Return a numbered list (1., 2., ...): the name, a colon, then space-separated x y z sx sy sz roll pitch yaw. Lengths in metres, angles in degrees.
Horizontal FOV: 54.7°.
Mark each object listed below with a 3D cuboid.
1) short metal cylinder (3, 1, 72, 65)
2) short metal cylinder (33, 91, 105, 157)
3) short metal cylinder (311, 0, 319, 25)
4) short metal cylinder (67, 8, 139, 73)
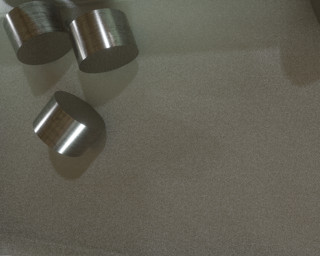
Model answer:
1. short metal cylinder: -0.172 -0.133 0.442 0.080 0.080 0.050 -30 80 17
2. short metal cylinder: -0.123 -0.006 0.425 0.080 0.080 0.050 45 104 14
3. short metal cylinder: 0.192 -0.132 0.314 0.050 0.080 0.080 -22 83 19
4. short metal cylinder: -0.074 -0.112 0.407 0.080 0.080 0.050 -21 83 19
